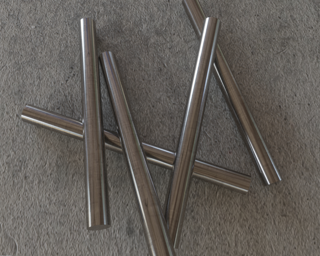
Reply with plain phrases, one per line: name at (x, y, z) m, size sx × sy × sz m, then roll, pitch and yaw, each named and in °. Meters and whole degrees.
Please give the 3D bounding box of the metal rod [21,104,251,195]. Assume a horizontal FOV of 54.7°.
metal rod at (-0.035, 0.025, 0.398) m, size 0.301 × 0.025 × 0.025 m, roll 18°, pitch 71°, yaw 6°

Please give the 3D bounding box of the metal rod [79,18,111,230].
metal rod at (-0.086, -0.026, 0.393) m, size 0.025 × 0.025 × 0.299 m, roll -8°, pitch 62°, yaw -3°

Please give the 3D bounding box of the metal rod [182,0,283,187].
metal rod at (0.093, -0.065, 0.432) m, size 0.025 × 0.025 × 0.299 m, roll -17°, pitch 71°, yaw -6°

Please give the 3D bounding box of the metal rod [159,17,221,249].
metal rod at (0.040, -0.010, 0.384) m, size 0.025 × 0.025 × 0.299 m, roll 12°, pitch 70°, yaw 4°

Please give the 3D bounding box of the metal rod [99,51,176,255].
metal rod at (-0.033, 0.021, 0.370) m, size 0.025 × 0.025 × 0.299 m, roll -16°, pitch 60°, yaw -6°
